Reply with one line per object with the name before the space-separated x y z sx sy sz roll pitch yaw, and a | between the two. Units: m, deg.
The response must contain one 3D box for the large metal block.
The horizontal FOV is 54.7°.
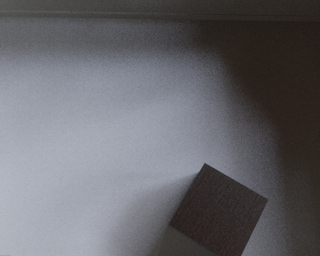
large metal block | 0.065 0.100 0.361 0.080 0.050 0.080 30 73 10
